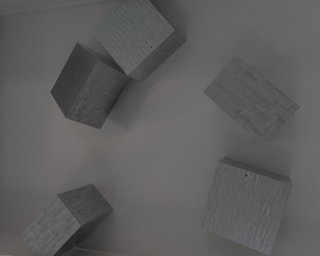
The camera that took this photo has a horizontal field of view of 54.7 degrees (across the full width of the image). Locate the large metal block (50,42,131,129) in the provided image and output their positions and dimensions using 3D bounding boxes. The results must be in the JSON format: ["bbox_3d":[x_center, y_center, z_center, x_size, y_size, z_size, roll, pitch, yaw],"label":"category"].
[{"bbox_3d":[-0.095,-0.057,0.412,0.080,0.050,0.080,-58,42,11],"label":"large metal block"}]

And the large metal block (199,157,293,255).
[{"bbox_3d":[0.100,0.086,0.362,0.080,0.050,0.080,17,96,19],"label":"large metal block"}]

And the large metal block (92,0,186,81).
[{"bbox_3d":[-0.027,-0.121,0.407,0.080,0.050,0.080,-41,77,15],"label":"large metal block"}]

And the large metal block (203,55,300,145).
[{"bbox_3d":[0.102,-0.029,0.345,0.080,0.080,0.050,45,104,14],"label":"large metal block"}]

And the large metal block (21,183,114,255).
[{"bbox_3d":[-0.124,0.128,0.425,0.050,0.080,0.080,46,104,14],"label":"large metal block"}]
